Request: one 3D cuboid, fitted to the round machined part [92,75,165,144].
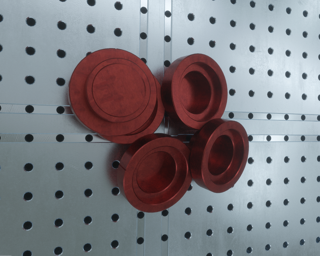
[{"bbox_3d":[-0.046,-0.029,0.387,0.099,0.042,0.097,0,90,-21],"label":"round machined part"}]

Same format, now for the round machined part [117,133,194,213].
[{"bbox_3d":[-0.009,0.053,0.392,0.099,0.042,0.097,-9,109,-28],"label":"round machined part"}]

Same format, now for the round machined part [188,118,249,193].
[{"bbox_3d":[0.074,0.034,0.420,0.099,0.042,0.097,-12,108,-39],"label":"round machined part"}]

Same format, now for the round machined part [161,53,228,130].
[{"bbox_3d":[0.041,-0.046,0.410,0.099,0.042,0.097,-1,92,-37],"label":"round machined part"}]

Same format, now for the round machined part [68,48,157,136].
[{"bbox_3d":[-0.049,-0.040,0.341,0.099,0.042,0.097,0,90,-21],"label":"round machined part"}]
